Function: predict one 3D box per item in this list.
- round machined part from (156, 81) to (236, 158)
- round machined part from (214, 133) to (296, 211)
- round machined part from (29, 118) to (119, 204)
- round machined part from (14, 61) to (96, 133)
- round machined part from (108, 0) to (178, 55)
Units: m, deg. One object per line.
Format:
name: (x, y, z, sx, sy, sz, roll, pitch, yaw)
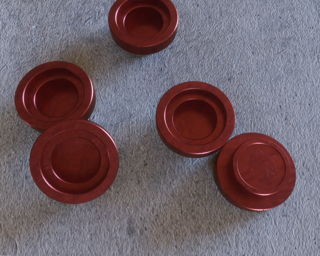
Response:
round machined part: (0.044, -0.008, 0.402, 0.099, 0.042, 0.098, 0, 70, 0)
round machined part: (0.119, 0.051, 0.381, 0.099, 0.042, 0.098, 0, 70, 0)
round machined part: (-0.099, 0.037, 0.371, 0.099, 0.042, 0.097, -1, 96, -10)
round machined part: (-0.134, -0.036, 0.411, 0.099, 0.042, 0.098, 0, 70, 0)
round machined part: (-0.023, -0.148, 0.453, 0.099, 0.042, 0.098, 0, 70, 0)
